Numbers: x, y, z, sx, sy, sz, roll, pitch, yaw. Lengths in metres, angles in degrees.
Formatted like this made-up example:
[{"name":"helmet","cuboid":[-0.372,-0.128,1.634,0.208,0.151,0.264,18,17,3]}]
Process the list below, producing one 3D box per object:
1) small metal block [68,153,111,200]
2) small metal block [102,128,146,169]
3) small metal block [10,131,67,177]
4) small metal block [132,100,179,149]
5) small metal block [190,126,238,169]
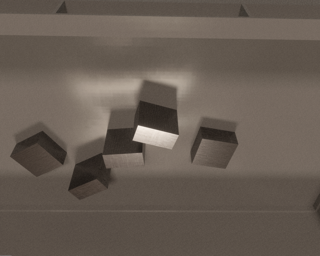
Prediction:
[{"name":"small metal block","cuboid":[-0.101,0.070,0.451,0.050,0.050,0.025,-24,126,19]},{"name":"small metal block","cuboid":[-0.046,0.026,0.414,0.050,0.050,0.025,-4,130,2]},{"name":"small metal block","cuboid":[-0.171,0.038,0.439,0.050,0.025,0.050,-24,127,19]},{"name":"small metal block","cuboid":[-0.005,-0.004,0.389,0.050,0.050,0.025,14,129,-12]},{"name":"small metal block","cuboid":[0.075,0.028,0.434,0.050,0.025,0.050,9,130,-8]}]
